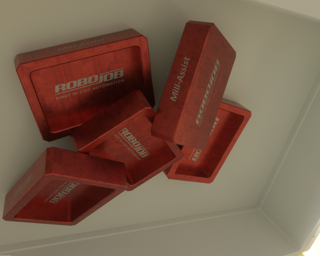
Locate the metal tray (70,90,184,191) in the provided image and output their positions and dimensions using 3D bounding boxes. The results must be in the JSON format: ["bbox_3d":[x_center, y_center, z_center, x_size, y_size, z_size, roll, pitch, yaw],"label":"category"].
[{"bbox_3d":[-0.032,0.022,0.373,0.090,0.030,0.130,-33,144,2],"label":"metal tray"}]

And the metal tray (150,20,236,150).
[{"bbox_3d":[0.043,-0.043,0.357,0.090,0.030,0.129,18,90,-59],"label":"metal tray"}]

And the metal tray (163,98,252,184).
[{"bbox_3d":[0.065,0.018,0.452,0.091,0.030,0.129,13,112,-34],"label":"metal tray"}]

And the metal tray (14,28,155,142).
[{"bbox_3d":[-0.074,-0.047,0.334,0.131,0.030,0.089,-19,126,-18],"label":"metal tray"}]

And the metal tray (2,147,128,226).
[{"bbox_3d":[-0.109,0.073,0.352,0.091,0.030,0.129,19,137,-36],"label":"metal tray"}]
